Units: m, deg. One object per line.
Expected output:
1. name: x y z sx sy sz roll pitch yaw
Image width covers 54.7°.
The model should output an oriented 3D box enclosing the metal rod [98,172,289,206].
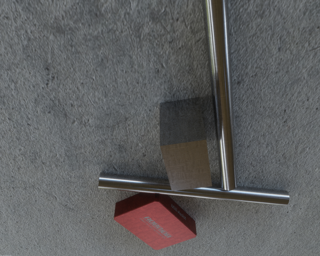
1. metal rod: 0.057 0.097 0.491 0.302 0.025 0.025 7 130 -6

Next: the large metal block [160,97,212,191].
1. large metal block: 0.032 0.020 0.389 0.050 0.080 0.080 -8 130 6

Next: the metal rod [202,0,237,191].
1. metal rod: 0.079 -0.024 0.388 0.025 0.025 0.298 -9 130 7

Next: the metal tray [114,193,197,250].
1. metal tray: -0.006 0.162 0.542 0.090 0.030 0.130 -27 126 20
